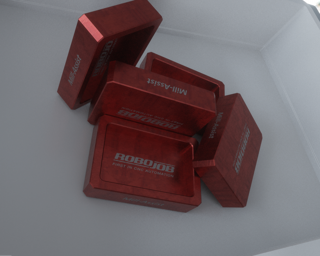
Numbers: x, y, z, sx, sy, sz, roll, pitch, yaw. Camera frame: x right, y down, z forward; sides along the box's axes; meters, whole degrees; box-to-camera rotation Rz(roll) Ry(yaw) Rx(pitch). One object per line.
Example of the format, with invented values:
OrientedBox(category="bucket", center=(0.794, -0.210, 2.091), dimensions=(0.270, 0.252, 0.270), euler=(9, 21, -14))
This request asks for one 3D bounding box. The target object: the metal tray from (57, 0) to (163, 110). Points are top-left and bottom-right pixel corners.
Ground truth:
OrientedBox(category="metal tray", center=(-0.060, -0.080, 0.353), dimensions=(0.091, 0.129, 0.030), euler=(-34, 82, -38))

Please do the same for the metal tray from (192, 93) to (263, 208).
OrientedBox(category="metal tray", center=(0.095, 0.027, 0.411), dimensions=(0.090, 0.030, 0.130), euler=(53, 46, -28))

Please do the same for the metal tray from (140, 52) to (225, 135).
OrientedBox(category="metal tray", center=(0.031, -0.047, 0.447), dimensions=(0.131, 0.030, 0.090), euler=(19, 54, -17))

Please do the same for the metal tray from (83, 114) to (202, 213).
OrientedBox(category="metal tray", center=(-0.016, 0.043, 0.365), dimensions=(0.131, 0.030, 0.090), euler=(15, 56, -20))

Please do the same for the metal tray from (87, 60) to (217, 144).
OrientedBox(category="metal tray", center=(-0.011, -0.024, 0.370), dimensions=(0.131, 0.090, 0.030), euler=(15, 56, -21))
